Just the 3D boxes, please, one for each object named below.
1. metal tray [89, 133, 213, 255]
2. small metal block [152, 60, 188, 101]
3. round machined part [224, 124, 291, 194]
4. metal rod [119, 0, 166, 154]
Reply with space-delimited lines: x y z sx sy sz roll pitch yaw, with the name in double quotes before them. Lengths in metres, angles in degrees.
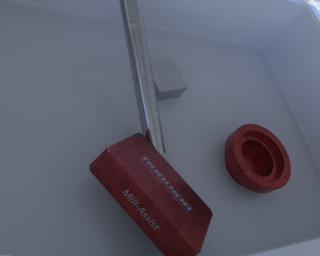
"metal tray" -0.004 0.069 0.332 0.130 0.030 0.090 48 19 5
"small metal block" 0.005 -0.069 0.452 0.050 0.025 0.050 -15 70 -34
"round machined part" 0.132 0.046 0.440 0.099 0.042 0.098 14 56 -21
"metal rod" -0.030 -0.114 0.374 0.025 0.025 0.298 -13 96 -34
